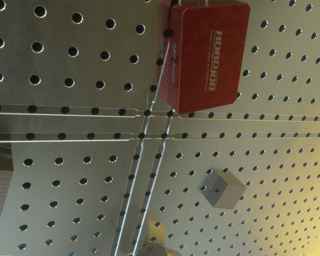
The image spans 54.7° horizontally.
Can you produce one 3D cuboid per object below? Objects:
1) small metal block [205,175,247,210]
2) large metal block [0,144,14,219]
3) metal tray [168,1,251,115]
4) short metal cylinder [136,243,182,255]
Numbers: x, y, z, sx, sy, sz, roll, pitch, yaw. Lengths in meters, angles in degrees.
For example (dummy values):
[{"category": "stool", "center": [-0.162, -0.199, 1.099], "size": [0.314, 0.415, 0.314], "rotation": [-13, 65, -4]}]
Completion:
[{"category": "small metal block", "center": [0.117, 0.115, 0.546], "size": [0.050, 0.025, 0.050], "rotation": [16, 110, -35]}, {"category": "large metal block", "center": [-0.205, 0.059, 0.319], "size": [0.081, 0.050, 0.079], "rotation": [11, 113, -33]}, {"category": "metal tray", "center": [0.058, -0.087, 0.386], "size": [0.091, 0.030, 0.129], "rotation": [-13, 124, -21]}, {"category": "short metal cylinder", "center": [-0.002, 0.242, 0.524], "size": [0.080, 0.080, 0.050], "rotation": [-48, 129, 5]}]
